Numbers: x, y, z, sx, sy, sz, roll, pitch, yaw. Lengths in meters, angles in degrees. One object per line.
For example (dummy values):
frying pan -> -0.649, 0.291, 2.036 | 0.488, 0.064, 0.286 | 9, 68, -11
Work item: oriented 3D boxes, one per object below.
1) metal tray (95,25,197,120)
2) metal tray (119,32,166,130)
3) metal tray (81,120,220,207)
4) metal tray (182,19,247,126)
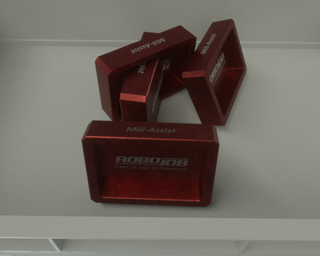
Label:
metal tray -> -0.016, -0.071, 0.406 | 0.131, 0.089, 0.030 | -28, 58, -24
metal tray -> -0.017, -0.052, 0.406 | 0.030, 0.090, 0.130 | 7, 50, 7
metal tray -> -0.009, 0.039, 0.326 | 0.131, 0.089, 0.030 | 2, 33, 1
metal tray -> 0.080, -0.077, 0.425 | 0.030, 0.090, 0.130 | 0, 45, 34
